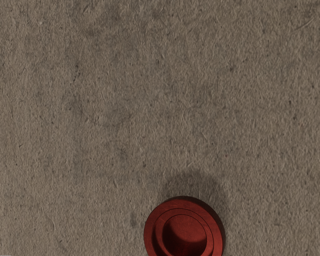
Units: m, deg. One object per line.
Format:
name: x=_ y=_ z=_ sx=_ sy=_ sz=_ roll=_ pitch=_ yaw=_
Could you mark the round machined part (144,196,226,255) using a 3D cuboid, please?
round machined part: x=0.033 y=0.133 z=0.388 sx=0.098 sy=0.042 sz=0.097 roll=0 pitch=90 yaw=19
